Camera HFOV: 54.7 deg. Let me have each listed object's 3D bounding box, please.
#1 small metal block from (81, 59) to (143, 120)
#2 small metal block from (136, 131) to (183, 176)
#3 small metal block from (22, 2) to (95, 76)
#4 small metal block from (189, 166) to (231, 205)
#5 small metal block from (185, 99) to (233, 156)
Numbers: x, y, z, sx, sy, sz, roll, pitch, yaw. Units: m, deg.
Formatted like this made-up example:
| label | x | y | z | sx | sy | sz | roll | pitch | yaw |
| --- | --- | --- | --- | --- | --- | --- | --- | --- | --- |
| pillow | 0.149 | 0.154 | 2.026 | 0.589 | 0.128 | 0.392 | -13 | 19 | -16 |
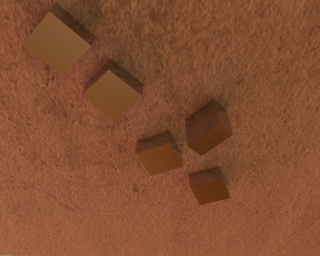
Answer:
| label | x | y | z | sx | sy | sz | roll | pitch | yaw |
| --- | --- | --- | --- | --- | --- | --- | --- | --- | --- |
| small metal block | -0.056 | -0.045 | 0.368 | 0.050 | 0.025 | 0.050 | -37 | 121 | 27 |
| small metal block | 0.000 | 0.037 | 0.439 | 0.050 | 0.025 | 0.050 | -18 | 128 | 14 |
| small metal block | -0.106 | -0.092 | 0.327 | 0.050 | 0.025 | 0.050 | -36 | 122 | 26 |
| small metal block | 0.078 | 0.092 | 0.487 | 0.050 | 0.025 | 0.050 | -17 | 128 | 13 |
| small metal block | 0.060 | -0.001 | 0.391 | 0.025 | 0.050 | 0.050 | 37 | 121 | -27 |
